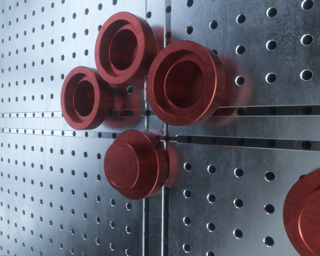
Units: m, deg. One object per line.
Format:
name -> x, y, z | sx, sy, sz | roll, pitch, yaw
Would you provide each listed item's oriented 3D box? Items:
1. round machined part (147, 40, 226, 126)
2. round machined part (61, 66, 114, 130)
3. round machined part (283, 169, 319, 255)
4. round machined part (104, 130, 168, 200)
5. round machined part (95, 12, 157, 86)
round machined part -> 0.034, -0.051, 0.369 | 0.098, 0.042, 0.097 | 0, 90, 39
round machined part -> -0.110, -0.045, 0.486 | 0.098, 0.042, 0.097 | 0, 90, 39
round machined part -> 0.156, 0.084, 0.269 | 0.098, 0.042, 0.097 | 0, 90, 39
round machined part -> -0.040, 0.051, 0.429 | 0.098, 0.042, 0.097 | 0, 90, 39
round machined part -> -0.044, -0.107, 0.432 | 0.098, 0.042, 0.097 | 0, 90, 39
